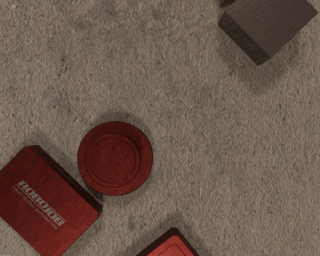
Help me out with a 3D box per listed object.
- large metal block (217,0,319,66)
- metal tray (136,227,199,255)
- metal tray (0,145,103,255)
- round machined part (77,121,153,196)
[{"bbox_3d":[0.135,-0.141,0.399,0.080,0.050,0.080,-44,91,0],"label":"large metal block"},{"bbox_3d":[-0.003,0.207,0.407,0.130,0.030,0.090,-38,91,-1],"label":"metal tray"},{"bbox_3d":[-0.153,0.097,0.406,0.130,0.030,0.090,44,90,-1],"label":"metal tray"},{"bbox_3d":[-0.058,0.040,0.401,0.099,0.042,0.097,0,90,-1],"label":"round machined part"}]
